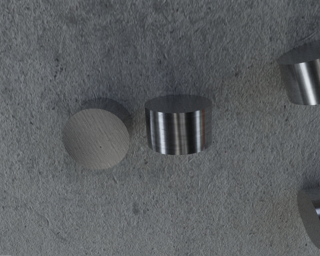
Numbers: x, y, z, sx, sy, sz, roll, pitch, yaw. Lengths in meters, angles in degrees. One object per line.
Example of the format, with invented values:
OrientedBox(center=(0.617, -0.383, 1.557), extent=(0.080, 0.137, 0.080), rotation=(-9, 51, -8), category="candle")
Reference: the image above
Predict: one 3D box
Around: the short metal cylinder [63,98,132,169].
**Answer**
OrientedBox(center=(-0.077, 0.006, 0.398), extent=(0.081, 0.050, 0.079), rotation=(0, 110, 0), category="short metal cylinder")

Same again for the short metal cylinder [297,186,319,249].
OrientedBox(center=(0.231, 0.120, 0.427), extent=(0.050, 0.080, 0.080), rotation=(-13, 110, 5), category="short metal cylinder")

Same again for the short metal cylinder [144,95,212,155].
OrientedBox(center=(0.023, -0.007, 0.378), extent=(0.080, 0.080, 0.050), rotation=(-3, 110, 1), category="short metal cylinder")

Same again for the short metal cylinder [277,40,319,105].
OrientedBox(center=(0.184, -0.067, 0.357), extent=(0.080, 0.080, 0.050), rotation=(-22, 109, 8), category="short metal cylinder")
